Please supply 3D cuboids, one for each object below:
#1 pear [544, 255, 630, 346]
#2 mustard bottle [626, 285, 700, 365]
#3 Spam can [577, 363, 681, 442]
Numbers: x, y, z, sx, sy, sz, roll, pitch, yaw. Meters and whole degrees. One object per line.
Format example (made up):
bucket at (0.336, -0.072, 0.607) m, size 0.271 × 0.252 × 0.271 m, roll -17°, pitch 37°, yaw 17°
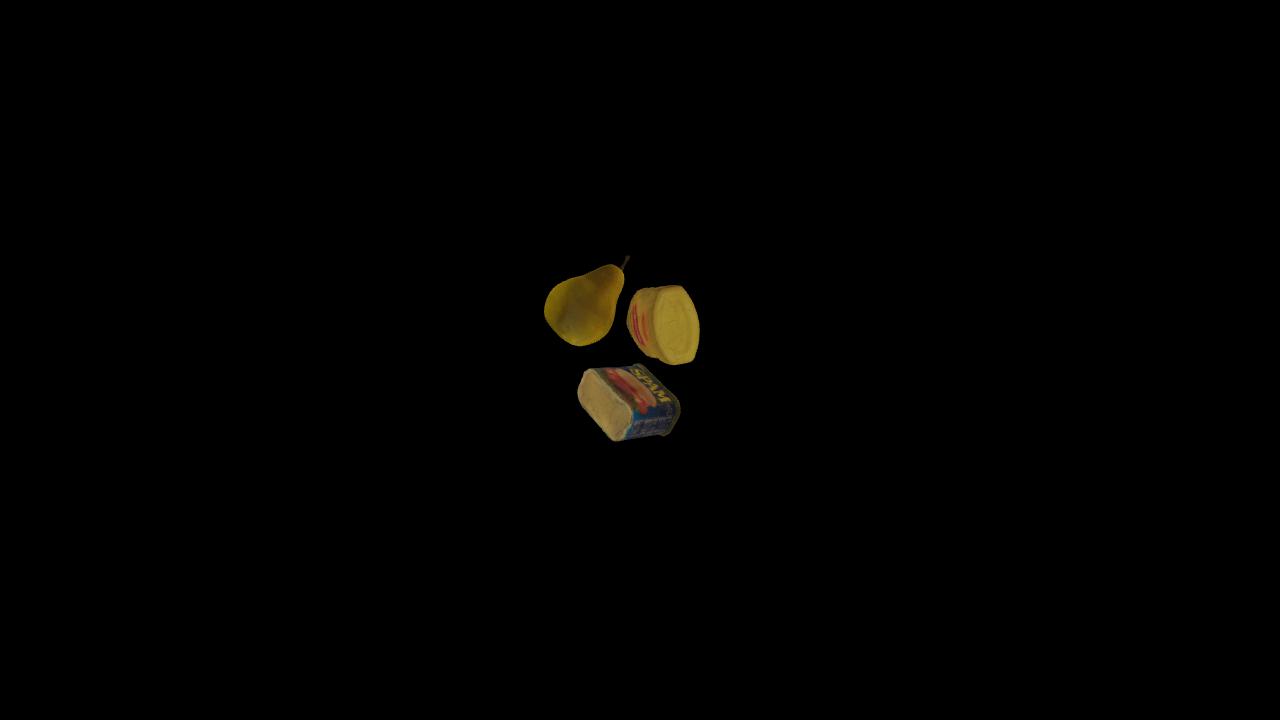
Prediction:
pear at (-0.046, -0.067, 0.653) m, size 0.111 × 0.080 × 0.080 m, roll -44°, pitch -6°, yaw 6°
mustard bottle at (0.019, -0.046, 0.767) m, size 0.054 × 0.092 × 0.184 m, roll -17°, pitch 10°, yaw -12°
Spam can at (-0.016, 0.051, 0.751) m, size 0.085 × 0.058 × 0.101 m, roll -3°, pitch 37°, yaw -45°
